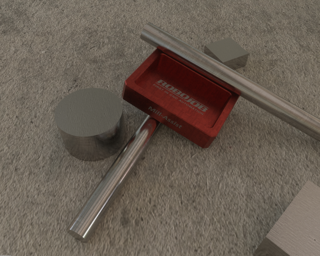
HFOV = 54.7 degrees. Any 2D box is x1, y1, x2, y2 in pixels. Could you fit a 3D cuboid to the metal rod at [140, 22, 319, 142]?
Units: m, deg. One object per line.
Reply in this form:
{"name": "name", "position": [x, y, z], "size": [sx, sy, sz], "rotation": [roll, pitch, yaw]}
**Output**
{"name": "metal rod", "position": [0.108, -0.054, 0.404], "size": [0.301, 0.025, 0.025], "rotation": [31, 55, 6]}

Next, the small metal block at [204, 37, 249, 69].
{"name": "small metal block", "position": [0.107, -0.118, 0.504], "size": [0.050, 0.025, 0.050], "rotation": [-22, 54, -18]}

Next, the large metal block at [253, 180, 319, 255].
{"name": "large metal block", "position": [0.151, 0.112, 0.295], "size": [0.080, 0.050, 0.080], "rotation": [36, 59, 26]}

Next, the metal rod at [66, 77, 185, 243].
{"name": "metal rod", "position": [-0.017, 0.006, 0.398], "size": [0.025, 0.025, 0.301], "rotation": [21, 53, 16]}

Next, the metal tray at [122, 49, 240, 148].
{"name": "metal tray", "position": [0.028, -0.043, 0.408], "size": [0.130, 0.030, 0.090], "rotation": [32, 55, 6]}

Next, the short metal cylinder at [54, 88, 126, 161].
{"name": "short metal cylinder", "position": [-0.085, -0.005, 0.390], "size": [0.081, 0.050, 0.080], "rotation": [0, 50, 0]}
